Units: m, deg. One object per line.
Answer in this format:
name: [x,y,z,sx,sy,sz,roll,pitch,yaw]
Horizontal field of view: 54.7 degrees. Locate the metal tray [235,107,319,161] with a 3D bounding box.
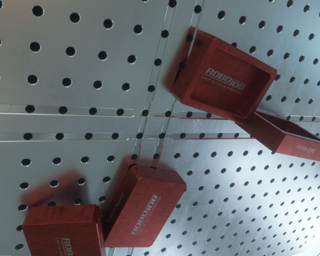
metal tray: [0.192,0.009,0.482,0.131,0.090,0.030,12,112,-34]

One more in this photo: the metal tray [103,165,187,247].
metal tray: [-0.027,0.123,0.471,0.091,0.030,0.129,16,110,-35]

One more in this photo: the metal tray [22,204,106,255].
metal tray: [-0.124,0.162,0.422,0.091,0.030,0.129,-2,122,-4]

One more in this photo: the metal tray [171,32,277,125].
metal tray: [0.090,-0.062,0.420,0.131,0.030,0.089,15,111,-35]
